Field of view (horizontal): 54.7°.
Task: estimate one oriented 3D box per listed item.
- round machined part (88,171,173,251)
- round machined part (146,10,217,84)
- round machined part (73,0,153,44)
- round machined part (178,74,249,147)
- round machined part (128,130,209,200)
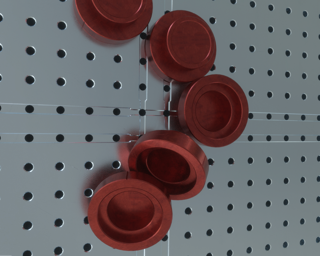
[{"bbox_3d":[-0.035,0.096,0.379,0.099,0.042,0.097,-1,108,-1],"label":"round machined part"},{"bbox_3d":[0.034,-0.111,0.417,0.099,0.042,0.097,0,90,-20],"label":"round machined part"},{"bbox_3d":[-0.055,-0.158,0.384,0.099,0.042,0.097,0,90,-21],"label":"round machined part"},{"bbox_3d":[0.070,-0.023,0.430,0.099,0.042,0.097,0,91,-21],"label":"round machined part"},{"bbox_3d":[0.013,0.042,0.390,0.098,0.098,0.042,47,38,-15],"label":"round machined part"}]
